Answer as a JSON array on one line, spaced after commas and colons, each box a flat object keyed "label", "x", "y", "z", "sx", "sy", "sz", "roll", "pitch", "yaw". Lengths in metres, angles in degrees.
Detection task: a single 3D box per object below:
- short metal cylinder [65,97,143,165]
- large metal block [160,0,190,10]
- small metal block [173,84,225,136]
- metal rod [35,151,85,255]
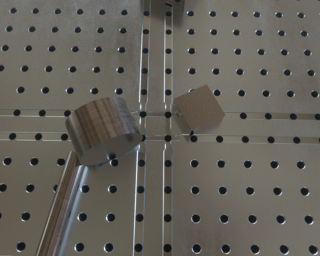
[{"label": "short metal cylinder", "x": -0.068, "y": 0.005, "z": 0.380, "sx": 0.080, "sy": 0.080, "sz": 0.050, "roll": -24, "pitch": 72, "yaw": -9}, {"label": "large metal block", "x": 0.021, "y": -0.247, "z": 0.489, "sx": 0.080, "sy": 0.050, "sz": 0.080, "roll": 26, "pitch": 72, "yaw": 9}, {"label": "small metal block", "x": 0.052, "y": -0.024, "z": 0.421, "sx": 0.050, "sy": 0.025, "sz": 0.050, "roll": -25, "pitch": 72, "yaw": -9}, {"label": "metal rod", "x": -0.136, "y": 0.171, "z": 0.347, "sx": 0.025, "sy": 0.025, "sz": 0.299, "roll": 11, "pitch": 70, "yaw": 4}]
